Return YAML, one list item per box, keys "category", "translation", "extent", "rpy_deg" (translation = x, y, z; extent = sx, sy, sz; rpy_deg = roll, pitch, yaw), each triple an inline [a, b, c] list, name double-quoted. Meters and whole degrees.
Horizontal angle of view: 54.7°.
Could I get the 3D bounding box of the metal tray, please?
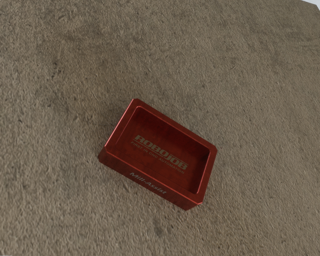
- category: "metal tray"
  translation: [0.002, 0.032, 0.385]
  extent: [0.130, 0.030, 0.090]
  rpy_deg: [31, 51, -8]
